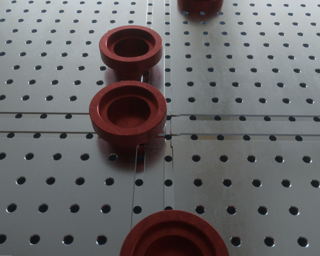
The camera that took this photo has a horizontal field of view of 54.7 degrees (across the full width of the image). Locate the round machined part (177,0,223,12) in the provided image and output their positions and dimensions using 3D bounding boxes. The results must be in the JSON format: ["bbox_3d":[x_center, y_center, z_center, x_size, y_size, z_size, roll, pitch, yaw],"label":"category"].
[{"bbox_3d":[0.085,-0.284,0.636,0.099,0.042,0.098,0,50,0],"label":"round machined part"}]

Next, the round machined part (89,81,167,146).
[{"bbox_3d":[-0.040,-0.015,0.408,0.099,0.042,0.098,0,50,0],"label":"round machined part"}]

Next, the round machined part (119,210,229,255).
[{"bbox_3d":[0.013,0.130,0.287,0.099,0.042,0.098,0,50,0],"label":"round machined part"}]

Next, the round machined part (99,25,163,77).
[{"bbox_3d":[-0.045,-0.120,0.497,0.099,0.042,0.098,0,50,0],"label":"round machined part"}]
